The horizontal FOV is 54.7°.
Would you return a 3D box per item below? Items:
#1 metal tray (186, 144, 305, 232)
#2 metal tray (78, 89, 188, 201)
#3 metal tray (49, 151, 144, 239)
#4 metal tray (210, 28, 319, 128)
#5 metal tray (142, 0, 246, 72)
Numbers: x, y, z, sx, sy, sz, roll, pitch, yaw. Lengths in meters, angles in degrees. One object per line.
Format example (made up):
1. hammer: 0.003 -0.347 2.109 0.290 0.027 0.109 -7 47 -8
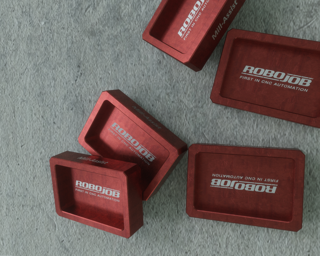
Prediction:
1. metal tray: 0.099 0.066 0.371 0.130 0.030 0.089 2 91 19
2. metal tray: -0.039 0.021 0.410 0.130 0.030 0.089 39 114 15
3. metal tray: -0.086 0.085 0.414 0.130 0.030 0.089 7 107 29
4. metal tray: 0.133 -0.058 0.359 0.130 0.030 0.089 16 95 19
5. metal tray: 0.045 -0.145 0.374 0.090 0.030 0.129 40 103 36
